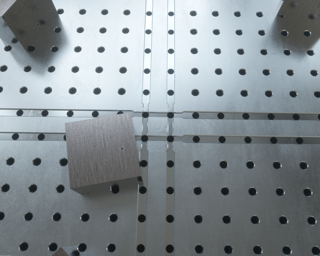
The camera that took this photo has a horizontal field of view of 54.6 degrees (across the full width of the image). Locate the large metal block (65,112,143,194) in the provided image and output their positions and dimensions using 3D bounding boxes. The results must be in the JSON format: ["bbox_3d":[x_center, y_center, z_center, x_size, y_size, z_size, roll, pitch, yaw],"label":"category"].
[{"bbox_3d":[-0.068,0.033,0.386,0.080,0.050,0.080,-10,70,-4],"label":"large metal block"}]

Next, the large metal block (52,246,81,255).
[{"bbox_3d":[-0.104,0.186,0.330,0.080,0.050,0.080,43,75,14],"label":"large metal block"}]

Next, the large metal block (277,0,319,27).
[{"bbox_3d":[0.232,-0.202,0.458,0.080,0.080,0.050,20,72,7],"label":"large metal block"}]

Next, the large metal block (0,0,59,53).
[{"bbox_3d":[-0.202,-0.171,0.444,0.050,0.080,0.080,28,73,10],"label":"large metal block"}]
